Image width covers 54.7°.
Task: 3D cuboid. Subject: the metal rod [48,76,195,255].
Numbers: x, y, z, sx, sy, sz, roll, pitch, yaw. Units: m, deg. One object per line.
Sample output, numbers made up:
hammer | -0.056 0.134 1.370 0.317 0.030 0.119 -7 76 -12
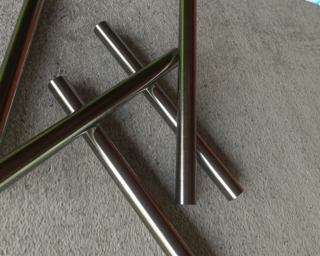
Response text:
metal rod | -0.033 0.063 0.346 0.025 0.025 0.299 -30 78 -38

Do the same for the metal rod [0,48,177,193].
metal rod | -0.063 -0.026 0.351 0.025 0.025 0.302 46 51 3

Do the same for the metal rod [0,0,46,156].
metal rod | -0.168 -0.068 0.354 0.025 0.025 0.299 13 56 -21

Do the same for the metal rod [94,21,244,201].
metal rod | 0.007 -0.029 0.424 0.025 0.025 0.300 -32 80 -38

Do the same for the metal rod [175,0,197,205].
metal rod | 0.036 -0.053 0.407 0.025 0.025 0.299 9 72 -24
